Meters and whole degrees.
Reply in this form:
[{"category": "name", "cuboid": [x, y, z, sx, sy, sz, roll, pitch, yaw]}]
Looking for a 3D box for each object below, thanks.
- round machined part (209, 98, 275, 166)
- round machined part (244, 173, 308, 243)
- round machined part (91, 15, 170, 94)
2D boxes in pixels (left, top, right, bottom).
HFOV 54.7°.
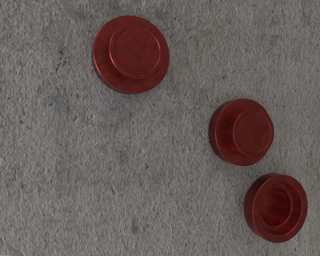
[{"category": "round machined part", "cuboid": [0.123, 0.006, 0.445, 0.099, 0.042, 0.097, 0, 90, -20]}, {"category": "round machined part", "cuboid": [0.166, 0.116, 0.461, 0.099, 0.042, 0.097, 0, 90, -20]}, {"category": "round machined part", "cuboid": [-0.033, -0.092, 0.387, 0.099, 0.042, 0.097, 0, 90, -20]}]
